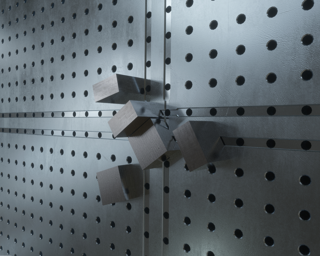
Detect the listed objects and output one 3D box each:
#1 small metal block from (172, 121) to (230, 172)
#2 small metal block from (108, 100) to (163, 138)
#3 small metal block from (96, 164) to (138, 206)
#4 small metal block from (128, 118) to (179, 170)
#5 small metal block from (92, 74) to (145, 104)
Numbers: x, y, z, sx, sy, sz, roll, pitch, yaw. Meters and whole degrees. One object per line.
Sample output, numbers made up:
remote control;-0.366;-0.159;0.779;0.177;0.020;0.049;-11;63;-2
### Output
small metal block;0.048;0.020;0.352;0.025;0.050;0.050;-35;69;34
small metal block;-0.033;-0.011;0.418;0.050;0.050;0.025;-40;66;32
small metal block;-0.065;0.085;0.460;0.050;0.025;0.050;-22;76;37
small metal block;-0.010;0.021;0.416;0.050;0.025;0.050;-41;66;32
small metal block;-0.058;-0.054;0.439;0.050;0.050;0.025;-17;80;38
